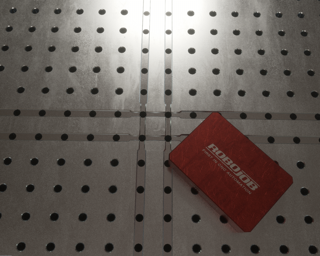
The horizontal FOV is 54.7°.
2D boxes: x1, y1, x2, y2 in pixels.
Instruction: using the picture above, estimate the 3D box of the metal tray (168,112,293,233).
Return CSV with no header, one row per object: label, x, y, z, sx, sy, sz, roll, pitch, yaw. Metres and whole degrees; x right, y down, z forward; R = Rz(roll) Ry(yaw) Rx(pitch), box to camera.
metal tray,0.086,0.054,0.391,0.090,0.030,0.130,-43,76,-14
